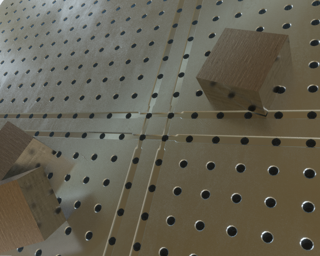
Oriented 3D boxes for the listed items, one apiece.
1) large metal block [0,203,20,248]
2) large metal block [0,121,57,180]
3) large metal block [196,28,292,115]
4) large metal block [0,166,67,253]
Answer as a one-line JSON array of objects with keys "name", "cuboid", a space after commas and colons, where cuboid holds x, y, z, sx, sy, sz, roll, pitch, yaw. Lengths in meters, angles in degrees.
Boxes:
[{"name": "large metal block", "cuboid": [-0.258, 0.137, 0.422, 0.050, 0.080, 0.080, 10, 67, 32]}, {"name": "large metal block", "cuboid": [-0.222, 0.046, 0.478, 0.080, 0.050, 0.080, 23, 74, 36]}, {"name": "large metal block", "cuboid": [0.104, -0.071, 0.381, 0.080, 0.050, 0.080, 21, 73, 35]}, {"name": "large metal block", "cuboid": [-0.181, 0.104, 0.395, 0.080, 0.050, 0.080, -20, 96, 16]}]
